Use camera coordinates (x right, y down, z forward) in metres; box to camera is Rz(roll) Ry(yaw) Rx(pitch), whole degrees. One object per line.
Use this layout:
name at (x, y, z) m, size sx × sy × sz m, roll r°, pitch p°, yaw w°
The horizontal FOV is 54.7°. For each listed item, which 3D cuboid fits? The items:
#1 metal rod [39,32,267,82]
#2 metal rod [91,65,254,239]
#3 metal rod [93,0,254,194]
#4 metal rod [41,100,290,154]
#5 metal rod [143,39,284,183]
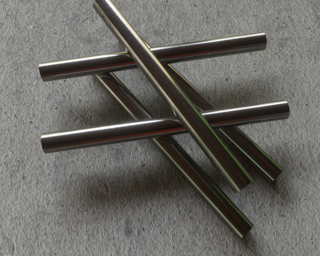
metal rod at (-0.006, -0.097, 0.418) m, size 0.302 × 0.025 × 0.025 m, roll -9°, pitch 71°, yaw -4°
metal rod at (0.003, 0.016, 0.403) m, size 0.025 × 0.025 × 0.300 m, roll -39°, pitch 75°, yaw -13°
metal rod at (0.006, -0.052, 0.376) m, size 0.025 × 0.025 × 0.299 m, roll -33°, pitch 74°, yaw -11°
metal rod at (0.010, -0.002, 0.384) m, size 0.302 × 0.025 × 0.025 m, roll -8°, pitch 70°, yaw -4°
metal rod at (0.044, -0.043, 0.425) m, size 0.025 × 0.025 × 0.300 m, roll -41°, pitch 75°, yaw -14°
